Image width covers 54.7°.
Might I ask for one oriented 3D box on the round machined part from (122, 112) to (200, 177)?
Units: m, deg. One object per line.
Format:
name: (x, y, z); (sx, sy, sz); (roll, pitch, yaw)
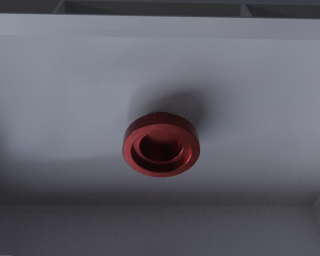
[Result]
round machined part: (0.002, 0.017, 0.408); (0.099, 0.042, 0.097); (-1, 130, 0)
